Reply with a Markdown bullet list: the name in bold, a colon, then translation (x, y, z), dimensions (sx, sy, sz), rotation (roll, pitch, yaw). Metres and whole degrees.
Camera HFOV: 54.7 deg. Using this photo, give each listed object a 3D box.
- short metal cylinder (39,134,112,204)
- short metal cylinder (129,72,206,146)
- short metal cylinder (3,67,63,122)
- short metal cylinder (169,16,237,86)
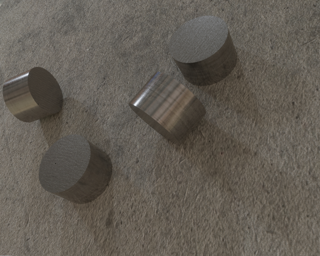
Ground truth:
- **short metal cylinder**: translation (-0.112, 0.055, 0.413), dimensions (0.080, 0.050, 0.080), rotation (-13, 56, 21)
- **short metal cylinder**: translation (0.009, -0.023, 0.378), dimensions (0.080, 0.080, 0.050), rotation (34, 81, 38)
- **short metal cylinder**: translation (-0.207, -0.054, 0.511), dimensions (0.050, 0.080, 0.080), rotation (-18, 55, 18)
- **short metal cylinder**: translation (0.059, -0.105, 0.421), dimensions (0.080, 0.050, 0.080), rotation (-13, 56, 21)
